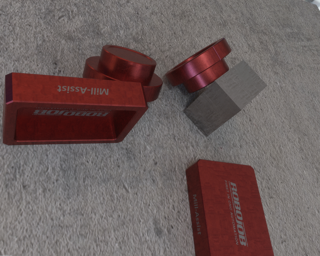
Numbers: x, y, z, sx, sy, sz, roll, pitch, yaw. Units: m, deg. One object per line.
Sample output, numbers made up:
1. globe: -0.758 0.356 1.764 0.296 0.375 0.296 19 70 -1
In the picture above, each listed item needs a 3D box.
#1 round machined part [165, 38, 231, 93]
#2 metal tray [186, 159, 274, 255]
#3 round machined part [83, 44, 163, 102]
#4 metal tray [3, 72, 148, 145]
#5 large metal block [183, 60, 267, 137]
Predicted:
1. round machined part: 0.060 -0.085 0.447 0.099 0.098 0.042 -42 104 -39
2. metal tray: 0.085 0.108 0.382 0.091 0.030 0.130 10 58 -24
3. round machined part: -0.043 -0.072 0.387 0.099 0.042 0.098 17 23 -7
4. metal tray: -0.090 -0.015 0.323 0.131 0.090 0.030 0 63 -29
5. large metal block: 0.093 -0.042 0.446 0.050 0.080 0.080 49 51 4
